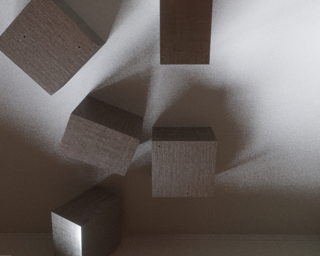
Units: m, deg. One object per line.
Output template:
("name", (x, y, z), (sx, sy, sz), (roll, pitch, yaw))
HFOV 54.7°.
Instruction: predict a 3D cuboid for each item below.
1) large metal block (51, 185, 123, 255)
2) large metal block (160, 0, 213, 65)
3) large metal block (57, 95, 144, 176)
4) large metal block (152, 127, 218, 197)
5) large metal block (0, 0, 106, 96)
("large metal block", (-0.097, 0.137, 0.424), (0.050, 0.080, 0.079), (15, 113, 28))
("large metal block", (0.025, -0.116, 0.340), (0.050, 0.080, 0.079), (0, 110, 0))
("large metal block", (-0.069, 0.006, 0.383), (0.080, 0.080, 0.050), (22, 109, -8))
("large metal block", (0.030, 0.044, 0.415), (0.081, 0.050, 0.079), (0, 110, -1))
("large metal block", (-0.124, -0.098, 0.360), (0.080, 0.050, 0.080), (-42, 105, 13))
